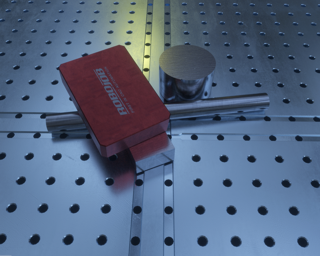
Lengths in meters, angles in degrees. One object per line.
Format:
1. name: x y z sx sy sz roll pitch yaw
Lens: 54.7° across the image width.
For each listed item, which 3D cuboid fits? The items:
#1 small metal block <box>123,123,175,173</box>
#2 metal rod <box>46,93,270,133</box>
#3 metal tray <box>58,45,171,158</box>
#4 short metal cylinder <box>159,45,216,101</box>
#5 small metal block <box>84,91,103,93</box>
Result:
1. small metal block: -0.015 0.022 0.387 0.050 0.025 0.050 -18 53 -15
2. metal rod: 0.001 -0.022 0.426 0.302 0.025 0.025 -6 50 -6
3. metal tray: -0.058 -0.038 0.385 0.091 0.030 0.130 -25 66 -19
4. short metal cylinder: 0.039 -0.078 0.457 0.081 0.050 0.080 0 50 0
5. small metal block: -0.096 -0.070 0.448 0.050 0.050 0.025 -25 55 -20
